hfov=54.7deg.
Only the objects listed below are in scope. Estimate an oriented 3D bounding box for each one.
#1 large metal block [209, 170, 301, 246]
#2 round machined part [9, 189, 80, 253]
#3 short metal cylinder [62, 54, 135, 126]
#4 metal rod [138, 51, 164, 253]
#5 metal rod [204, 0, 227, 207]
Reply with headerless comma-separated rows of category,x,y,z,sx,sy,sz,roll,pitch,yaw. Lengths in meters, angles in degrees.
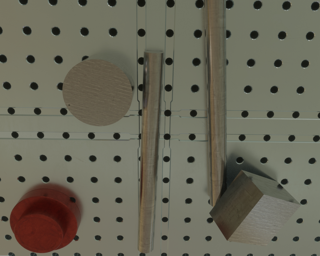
large metal block,0.131,0.113,0.429,0.080,0.050,0.080,20,110,-32
round machined part,-0.171,0.143,0.455,0.099,0.042,0.097,0,110,-1
short metal cylinder,-0.072,-0.048,0.381,0.081,0.050,0.079,0,110,-1
metal rod,-0.015,0.046,0.430,0.025,0.025,0.298,3,110,-2
metal rod,0.074,-0.029,0.403,0.025,0.025,0.298,-4,110,1
